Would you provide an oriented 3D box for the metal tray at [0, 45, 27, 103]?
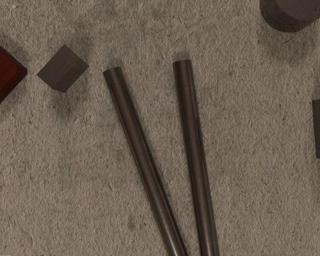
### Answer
[{"bbox_3d":[-0.255,-0.086,0.404,0.130,0.030,0.090,42,90,-1],"label":"metal tray"}]

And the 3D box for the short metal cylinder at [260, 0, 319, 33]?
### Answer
[{"bbox_3d":[0.177,-0.170,0.400,0.081,0.050,0.079,0,90,-1],"label":"short metal cylinder"}]

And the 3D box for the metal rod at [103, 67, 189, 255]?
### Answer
[{"bbox_3d":[-0.013,0.064,0.409,0.025,0.025,0.298,-20,90,0],"label":"metal rod"}]

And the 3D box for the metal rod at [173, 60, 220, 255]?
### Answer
[{"bbox_3d":[0.051,0.060,0.410,0.025,0.025,0.298,-8,90,0],"label":"metal rod"}]

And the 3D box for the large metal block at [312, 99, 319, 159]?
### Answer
[{"bbox_3d":[0.237,0.000,0.386,0.050,0.080,0.079,-4,90,0],"label":"large metal block"}]

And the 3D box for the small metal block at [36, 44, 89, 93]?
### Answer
[{"bbox_3d":[-0.122,-0.074,0.396,0.025,0.050,0.050,42,90,-1],"label":"small metal block"}]
